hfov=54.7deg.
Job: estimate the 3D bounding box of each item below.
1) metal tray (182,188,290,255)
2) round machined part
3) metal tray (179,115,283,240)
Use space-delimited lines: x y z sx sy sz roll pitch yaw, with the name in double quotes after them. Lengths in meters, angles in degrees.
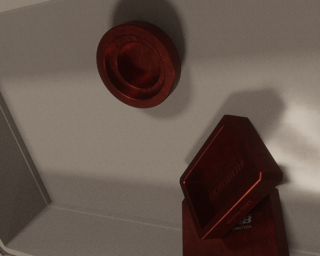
0.089 0.126 0.397 0.130 0.090 0.030 -22 143 35 "metal tray"
-0.021 -0.075 0.361 0.098 0.042 0.097 13 124 20 "round machined part"
0.074 0.060 0.364 0.030 0.090 0.129 6 133 -26 "metal tray"
